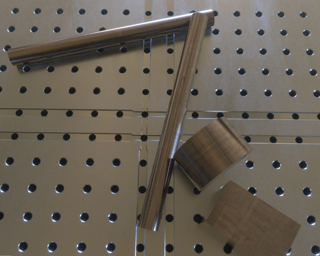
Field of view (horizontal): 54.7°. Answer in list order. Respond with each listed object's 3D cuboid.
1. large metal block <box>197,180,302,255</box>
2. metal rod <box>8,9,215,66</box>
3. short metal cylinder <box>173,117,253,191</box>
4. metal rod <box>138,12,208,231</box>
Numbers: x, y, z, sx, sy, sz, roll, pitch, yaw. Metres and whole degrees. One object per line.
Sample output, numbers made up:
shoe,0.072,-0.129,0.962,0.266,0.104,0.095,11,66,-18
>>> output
large metal block,0.092,0.108,0.344,0.080,0.080,0.050,33,73,11
metal rod,-0.067,-0.135,0.460,0.302,0.025,0.025,-13,71,-5
short metal cylinder,0.063,0.031,0.371,0.080,0.080,0.050,-34,74,-12
metal rod,0.022,-0.020,0.408,0.025,0.025,0.299,13,74,5
